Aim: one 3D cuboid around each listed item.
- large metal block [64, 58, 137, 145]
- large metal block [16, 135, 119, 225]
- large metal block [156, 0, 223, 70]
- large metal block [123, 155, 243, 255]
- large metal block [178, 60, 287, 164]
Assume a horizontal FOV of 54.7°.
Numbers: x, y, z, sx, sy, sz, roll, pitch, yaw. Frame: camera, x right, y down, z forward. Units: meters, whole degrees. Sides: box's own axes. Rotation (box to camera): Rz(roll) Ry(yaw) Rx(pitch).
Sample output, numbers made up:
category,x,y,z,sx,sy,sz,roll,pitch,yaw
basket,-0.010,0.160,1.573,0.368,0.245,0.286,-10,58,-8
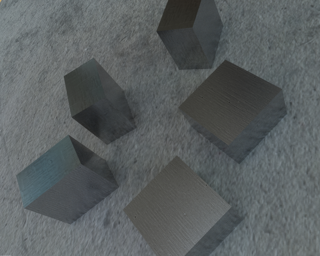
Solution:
category,x,y,z,sx,sy,sz,roll,pitch,yaw
large metal block,-0.083,-0.036,0.432,0.050,0.080,0.080,-30,52,9
large metal block,-0.112,0.067,0.385,0.080,0.080,0.050,-38,51,2
large metal block,0.045,-0.138,0.429,0.050,0.080,0.080,4,64,30
large metal block,0.023,0.090,0.320,0.080,0.050,0.080,-45,51,-4
large metal block,0.083,-0.020,0.356,0.080,0.050,0.080,-46,51,-4
